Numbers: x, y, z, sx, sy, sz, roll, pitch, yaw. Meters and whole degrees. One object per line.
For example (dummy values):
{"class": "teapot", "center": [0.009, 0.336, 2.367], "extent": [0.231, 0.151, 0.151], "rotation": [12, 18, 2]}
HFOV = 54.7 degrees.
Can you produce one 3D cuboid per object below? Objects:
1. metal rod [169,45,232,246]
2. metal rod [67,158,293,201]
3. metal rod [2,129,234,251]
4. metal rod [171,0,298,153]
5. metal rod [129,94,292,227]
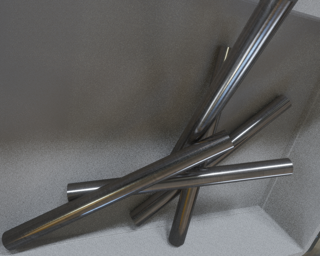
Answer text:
{"class": "metal rod", "center": [0.057, 0.036, 0.438], "extent": [0.025, 0.025, 0.298], "rotation": [3, 110, -30]}
{"class": "metal rod", "center": [0.032, 0.069, 0.417], "extent": [0.302, 0.025, 0.025], "rotation": [-6, 122, -7]}
{"class": "metal rod", "center": [-0.054, 0.077, 0.375], "extent": [0.301, 0.025, 0.025], "rotation": [-26, 129, 6]}
{"class": "metal rod", "center": [0.052, -0.016, 0.348], "extent": [0.025, 0.025, 0.298], "rotation": [-7, 147, -25]}
{"class": "metal rod", "center": [0.080, 0.049, 0.481], "extent": [0.301, 0.025, 0.025], "rotation": [-38, 129, -3]}
